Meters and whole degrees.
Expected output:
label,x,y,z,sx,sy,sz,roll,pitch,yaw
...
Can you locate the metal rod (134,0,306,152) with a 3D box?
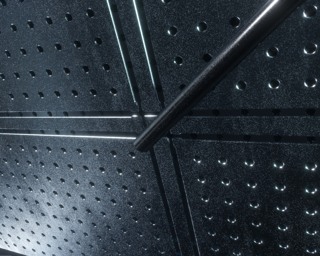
label,x,y,z,sx,sy,sz,roll,pitch,yaw
metal rod,0.057,-0.058,0.344,0.025,0.025,0.298,43,129,-2
